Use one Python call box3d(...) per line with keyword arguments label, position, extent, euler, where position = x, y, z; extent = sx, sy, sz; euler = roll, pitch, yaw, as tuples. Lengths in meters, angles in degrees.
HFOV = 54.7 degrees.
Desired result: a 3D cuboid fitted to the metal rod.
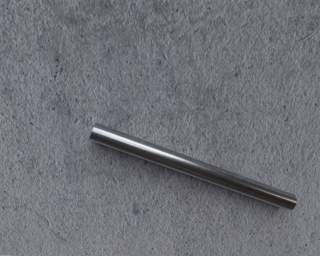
box3d(label="metal rod", position=(0.051, 0.056, 0.430), extent=(0.302, 0.025, 0.025), euler=(20, 109, -8))
